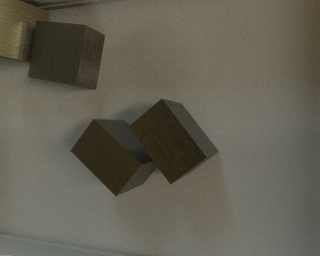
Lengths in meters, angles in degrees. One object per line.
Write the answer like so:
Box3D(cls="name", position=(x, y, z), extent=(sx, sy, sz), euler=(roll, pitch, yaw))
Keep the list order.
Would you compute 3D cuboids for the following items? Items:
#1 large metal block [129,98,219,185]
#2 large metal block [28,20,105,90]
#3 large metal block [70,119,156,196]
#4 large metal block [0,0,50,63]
Box3D(cls="large metal block", position=(0.020, 0.014, 0.374), extent=(0.050, 0.080, 0.080), euler=(-40, 78, 15))
Box3D(cls="large metal block", position=(-0.132, -0.103, 0.442), extent=(0.080, 0.050, 0.079), euler=(12, 94, 19))
Box3D(cls="large metal block", position=(-0.051, 0.034, 0.398), extent=(0.080, 0.080, 0.050), euler=(41, 103, 15))
Box3D(cls="large metal block", position=(-0.216, -0.141, 0.449), extent=(0.050, 0.081, 0.079), euler=(13, 96, 39))
